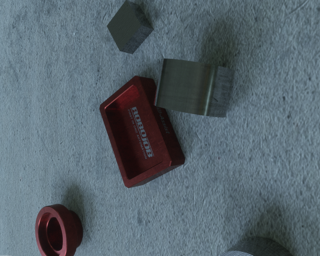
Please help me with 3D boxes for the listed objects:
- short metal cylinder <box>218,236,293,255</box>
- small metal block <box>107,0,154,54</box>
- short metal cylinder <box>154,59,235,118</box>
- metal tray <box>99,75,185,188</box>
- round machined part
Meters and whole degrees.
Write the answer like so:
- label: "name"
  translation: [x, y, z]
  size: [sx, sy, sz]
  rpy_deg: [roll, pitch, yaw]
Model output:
- label: "short metal cylinder"
  translation: [0.095, 0.156, 0.310]
  size: [0.080, 0.050, 0.080]
  rpy_deg: [0, 90, 40]
- label: "small metal block"
  translation: [-0.043, -0.143, 0.441]
  size: [0.050, 0.025, 0.050]
  rpy_deg: [-41, 65, 32]
- label: "short metal cylinder"
  translation: [0.037, -0.044, 0.339]
  size: [0.080, 0.081, 0.050]
  rpy_deg: [16, 100, 39]
- label: "metal tray"
  translation: [-0.029, 0.006, 0.425]
  size: [0.090, 0.030, 0.130]
  rpy_deg: [-33, 70, 35]
- label: "round machined part"
  translation: [-0.171, 0.180, 0.535]
  size: [0.098, 0.042, 0.097]
  rpy_deg: [0, 90, 40]
